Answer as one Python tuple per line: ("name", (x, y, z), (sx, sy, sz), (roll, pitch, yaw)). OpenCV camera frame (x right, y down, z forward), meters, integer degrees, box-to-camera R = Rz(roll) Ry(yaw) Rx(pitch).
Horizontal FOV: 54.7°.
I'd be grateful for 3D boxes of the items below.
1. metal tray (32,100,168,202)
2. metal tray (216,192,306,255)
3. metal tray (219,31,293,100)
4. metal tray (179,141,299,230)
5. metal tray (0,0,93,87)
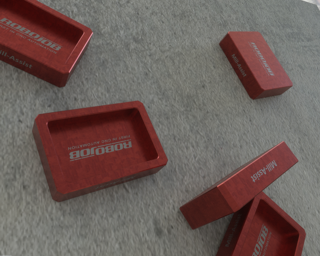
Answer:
("metal tray", (-0.066, 0.021, 0.353), (0.131, 0.030, 0.090), (-12, 68, -33))
("metal tray", (0.121, 0.151, 0.371), (0.090, 0.030, 0.131), (42, 51, -5))
("metal tray", (0.176, -0.119, 0.571), (0.091, 0.030, 0.130), (-12, 68, -33))
("metal tray", (0.096, 0.068, 0.373), (0.131, 0.090, 0.030), (-23, 75, -37))
("metal tray", (-0.161, -0.116, 0.384), (0.131, 0.030, 0.090), (25, 53, -13))
